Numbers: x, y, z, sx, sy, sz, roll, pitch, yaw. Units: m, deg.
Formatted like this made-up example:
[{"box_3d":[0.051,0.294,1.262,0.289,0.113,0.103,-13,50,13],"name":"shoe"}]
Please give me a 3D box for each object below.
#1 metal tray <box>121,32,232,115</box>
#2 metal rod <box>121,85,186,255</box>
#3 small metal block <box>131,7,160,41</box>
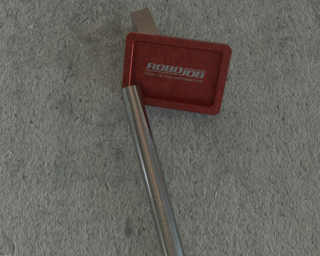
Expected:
[{"box_3d":[0.019,-0.072,0.405,0.131,0.030,0.089,9,110,2],"name":"metal tray"},{"box_3d":[0.001,0.091,0.358,0.025,0.025,0.299,-14,77,-6],"name":"metal rod"},{"box_3d":[-0.020,-0.133,0.443,0.025,0.050,0.050,-20,72,-7],"name":"small metal block"}]
